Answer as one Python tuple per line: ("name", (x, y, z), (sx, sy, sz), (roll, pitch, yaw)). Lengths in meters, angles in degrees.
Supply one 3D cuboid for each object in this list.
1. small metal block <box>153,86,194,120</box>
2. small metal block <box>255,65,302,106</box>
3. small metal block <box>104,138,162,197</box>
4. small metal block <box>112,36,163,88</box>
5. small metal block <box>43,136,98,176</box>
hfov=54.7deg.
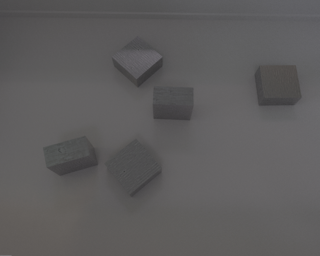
("small metal block", (0.017, -0.032, 0.408), (0.050, 0.050, 0.025), (2, 70, 1))
("small metal block", (0.164, -0.059, 0.432), (0.050, 0.025, 0.050), (-1, 70, -1))
("small metal block", (-0.033, 0.050, 0.391), (0.050, 0.025, 0.050), (-39, 75, -13))
("small metal block", (-0.032, -0.095, 0.444), (0.050, 0.025, 0.050), (43, 75, 14))
("small metal block", (-0.109, 0.035, 0.383), (0.050, 0.050, 0.025), (-16, 71, -6))
